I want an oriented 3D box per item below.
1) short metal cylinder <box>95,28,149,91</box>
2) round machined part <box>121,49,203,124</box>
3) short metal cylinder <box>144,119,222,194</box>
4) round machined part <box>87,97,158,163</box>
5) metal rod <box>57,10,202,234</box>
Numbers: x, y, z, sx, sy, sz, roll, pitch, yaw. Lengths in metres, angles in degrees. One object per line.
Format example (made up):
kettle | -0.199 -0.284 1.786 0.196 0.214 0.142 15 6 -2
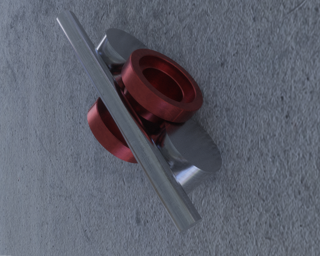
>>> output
short metal cylinder | -0.049 -0.085 0.408 0.050 0.081 0.080 -46 63 30
round machined part | -0.002 -0.043 0.359 0.042 0.099 0.098 -49 61 34
short metal cylinder | 0.023 0.030 0.350 0.050 0.081 0.080 -46 63 30
round machined part | -0.037 -0.008 0.385 0.042 0.099 0.098 -45 64 26
metal rod | -0.047 -0.026 0.339 0.025 0.025 0.299 -47 62 29
